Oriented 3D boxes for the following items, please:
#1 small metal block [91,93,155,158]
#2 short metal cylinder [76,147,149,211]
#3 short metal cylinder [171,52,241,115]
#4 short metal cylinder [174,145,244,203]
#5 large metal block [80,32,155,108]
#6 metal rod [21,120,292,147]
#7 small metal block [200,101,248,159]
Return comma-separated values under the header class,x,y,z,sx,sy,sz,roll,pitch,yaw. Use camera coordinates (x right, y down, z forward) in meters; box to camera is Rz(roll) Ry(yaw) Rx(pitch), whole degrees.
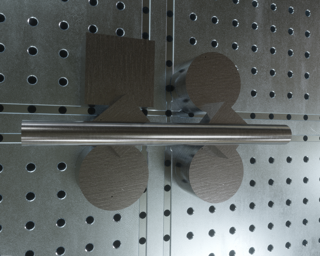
class,x,y,z,sx,sy,sz,roll,pitch,yaw
small metal block,-0.043,-0.003,0.344,0.050,0.025,0.050,-42,103,-15
short metal cylinder,-0.060,0.054,0.376,0.081,0.050,0.080,0,90,-20
short metal cylinder,0.061,-0.058,0.422,0.081,0.050,0.080,0,90,-20
short metal cylinder,0.066,0.057,0.424,0.081,0.050,0.080,0,90,-20
large metal block,-0.053,-0.065,0.379,0.081,0.050,0.080,1,90,-20
metal rod,0.015,0.006,0.338,0.302,0.025,0.025,1,90,-20
small metal block,0.077,0.003,0.388,0.050,0.025,0.050,42,77,-15
